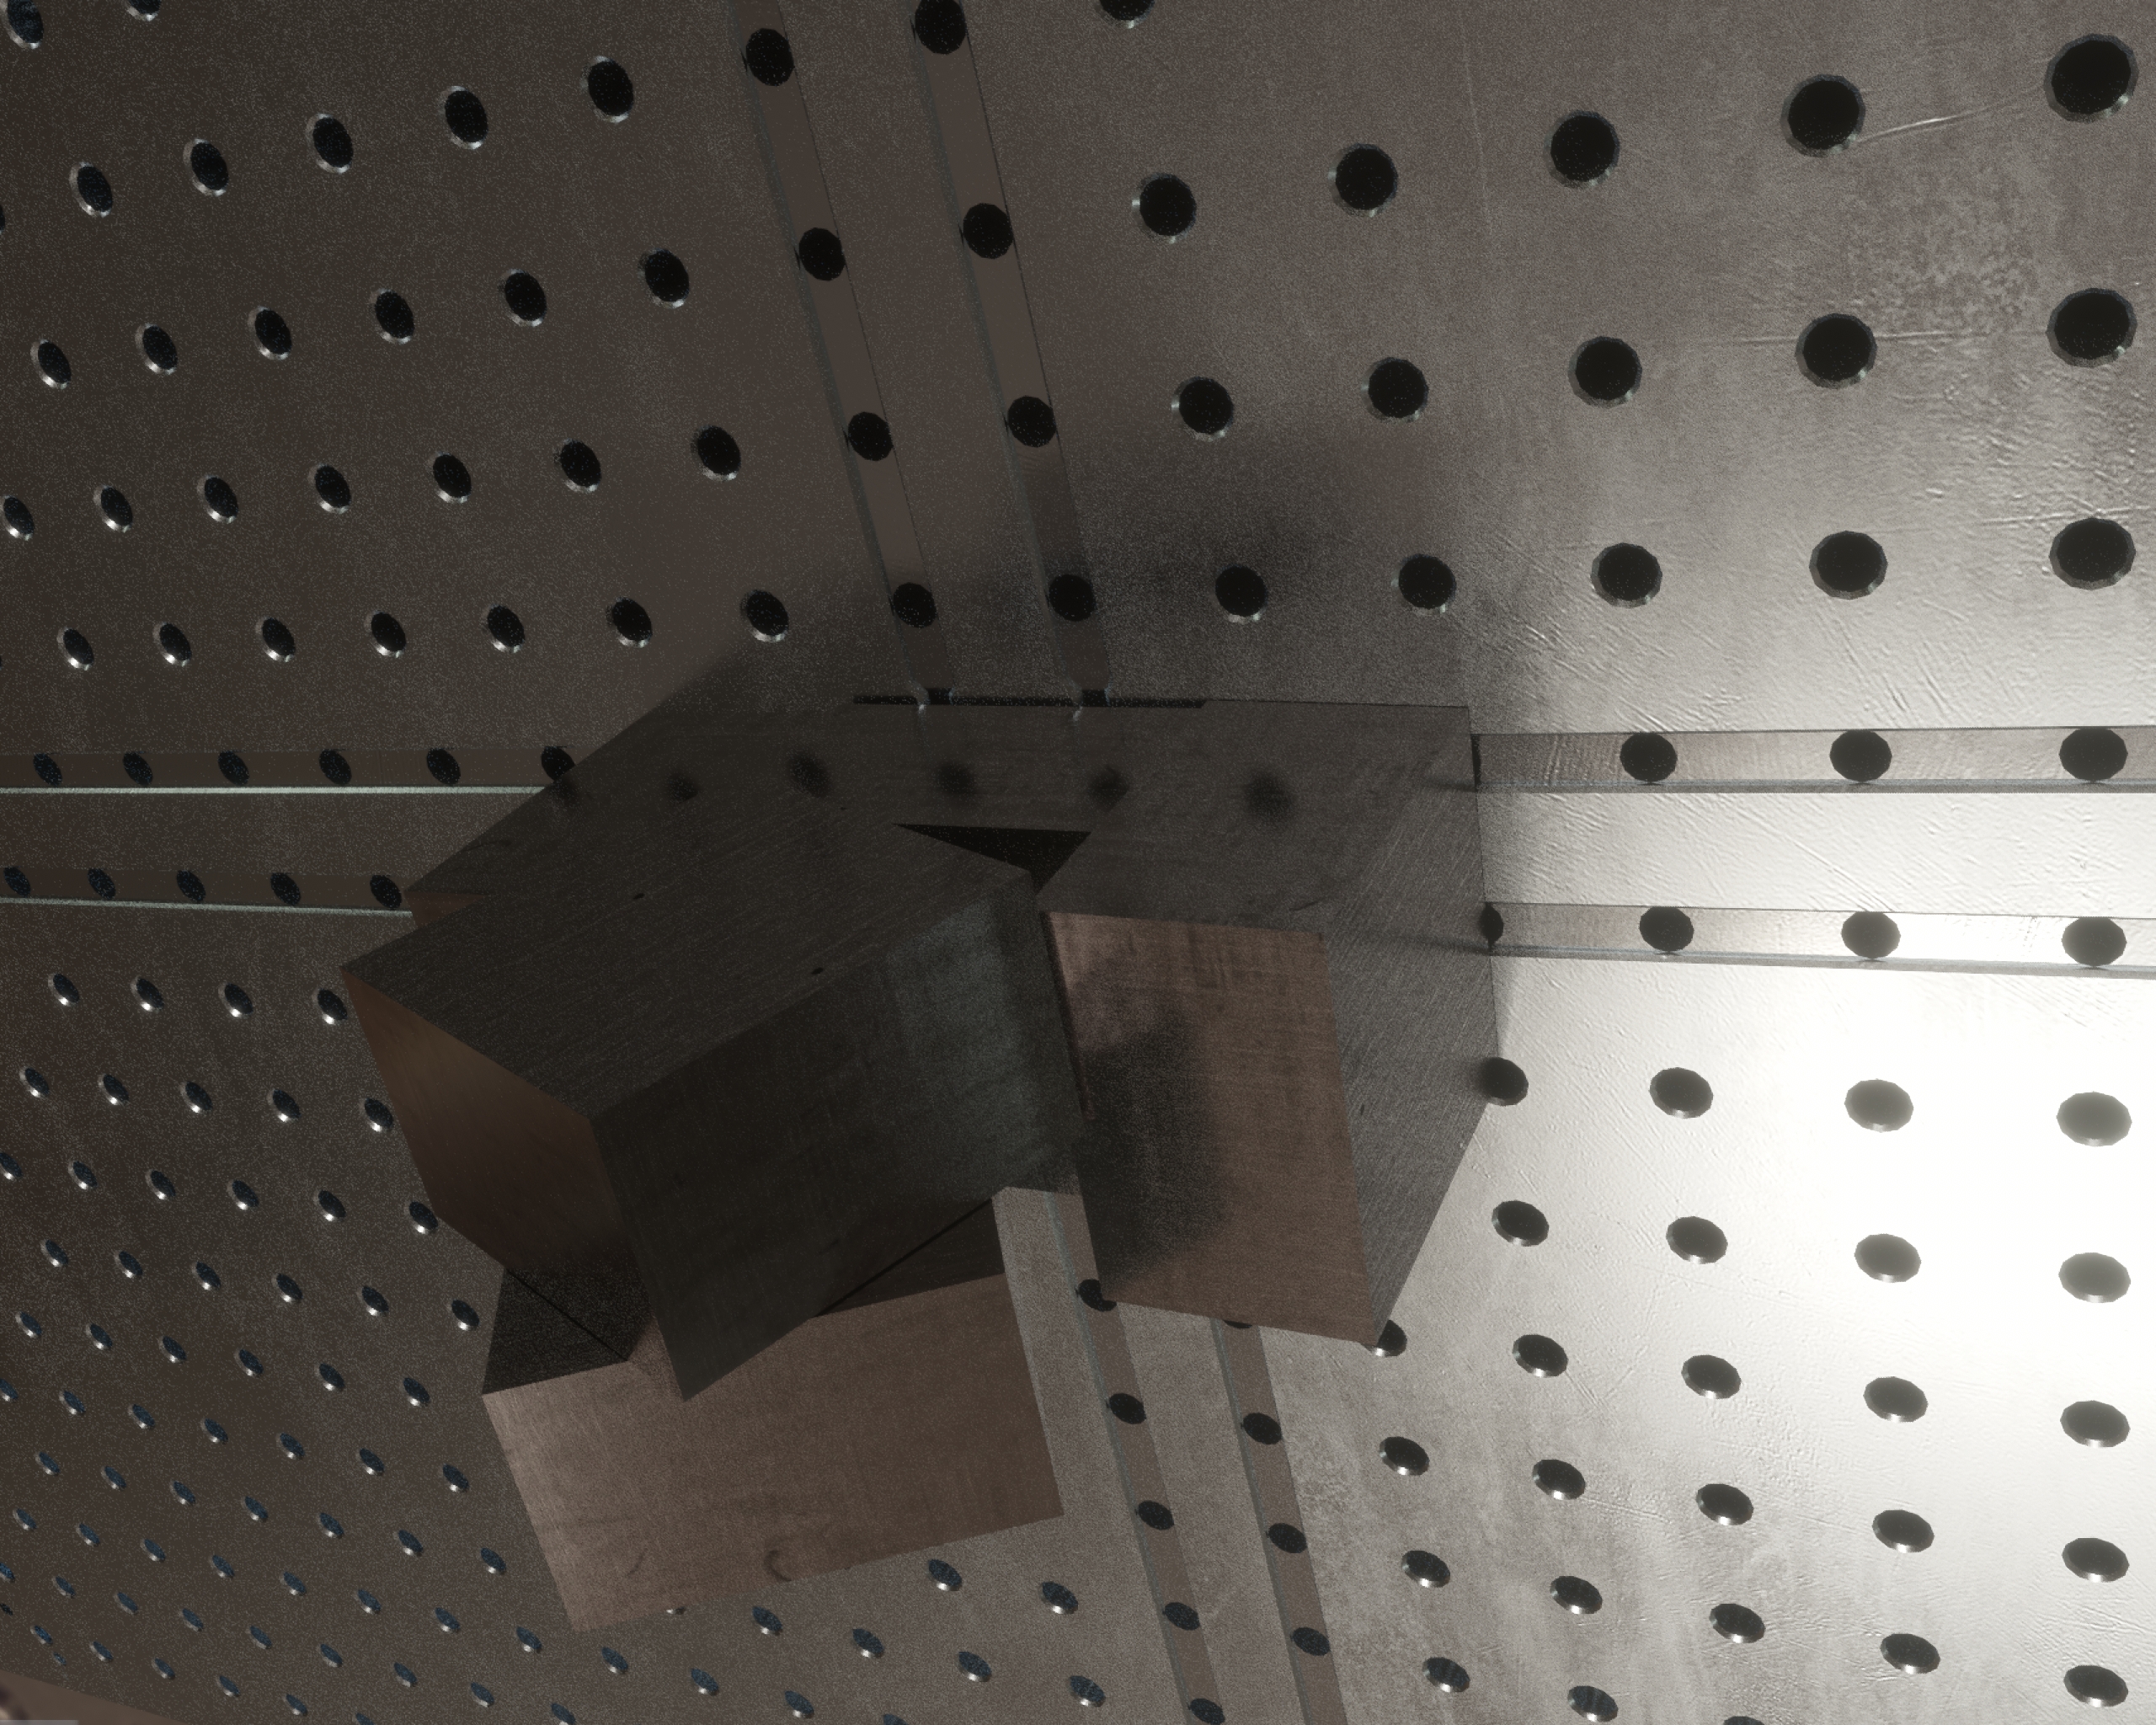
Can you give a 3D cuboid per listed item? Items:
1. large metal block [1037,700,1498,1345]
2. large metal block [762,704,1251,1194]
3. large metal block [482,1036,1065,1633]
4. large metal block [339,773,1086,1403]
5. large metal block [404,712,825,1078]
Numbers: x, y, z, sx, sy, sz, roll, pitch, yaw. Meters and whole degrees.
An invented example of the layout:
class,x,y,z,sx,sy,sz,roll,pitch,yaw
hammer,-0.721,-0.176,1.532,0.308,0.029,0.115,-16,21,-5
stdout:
class,x,y,z,sx,sy,sz,roll,pitch,yaw
large metal block,0.037,0.025,0.370,0.050,0.080,0.079,4,120,26
large metal block,-0.016,0.016,0.409,0.080,0.050,0.079,3,120,26
large metal block,-0.051,0.076,0.362,0.081,0.080,0.050,-13,116,-3
large metal block,-0.059,0.031,0.342,0.080,0.081,0.050,18,128,45
large metal block,-0.080,0.022,0.430,0.050,0.080,0.079,2,119,27
